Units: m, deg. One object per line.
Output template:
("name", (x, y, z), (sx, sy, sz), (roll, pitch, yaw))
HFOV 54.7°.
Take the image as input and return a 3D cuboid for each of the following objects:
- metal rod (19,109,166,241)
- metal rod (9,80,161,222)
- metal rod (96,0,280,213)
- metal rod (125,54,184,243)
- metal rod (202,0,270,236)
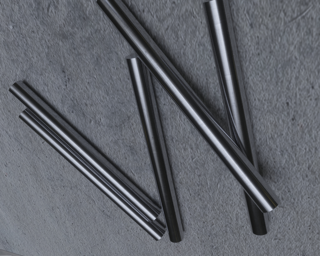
("metal rod", (-0.109, 0.076, 0.508), (0.300, 0.025, 0.025), (42, 129, -2))
("metal rod", (-0.115, 0.037, 0.488), (0.300, 0.025, 0.025), (43, 129, -2))
("metal rod", (0.032, -0.029, 0.349), (0.300, 0.025, 0.025), (51, 128, -1))
("metal rod", (-0.001, 0.045, 0.433), (0.025, 0.025, 0.298), (2, 120, 27))
("metal rod", (0.094, 0.005, 0.359), (0.025, 0.025, 0.298), (-4, 117, 29))
